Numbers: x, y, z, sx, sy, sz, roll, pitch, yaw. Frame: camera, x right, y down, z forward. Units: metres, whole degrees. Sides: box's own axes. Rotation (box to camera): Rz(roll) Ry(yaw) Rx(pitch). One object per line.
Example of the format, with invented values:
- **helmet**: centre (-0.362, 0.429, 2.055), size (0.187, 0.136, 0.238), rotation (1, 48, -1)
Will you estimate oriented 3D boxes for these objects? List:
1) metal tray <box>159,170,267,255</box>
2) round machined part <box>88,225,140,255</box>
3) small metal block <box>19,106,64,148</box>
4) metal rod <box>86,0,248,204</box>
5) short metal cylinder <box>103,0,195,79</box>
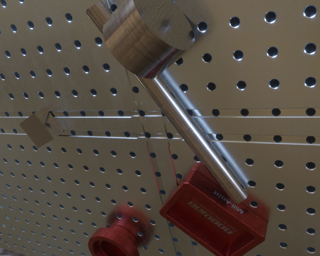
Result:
- **metal tray**: centre (0.074, 0.130, 0.448), size (0.130, 0.030, 0.089), rotation (36, 129, 4)
- **round machined part**: centre (-0.081, 0.222, 0.578), size (0.098, 0.042, 0.097), rotation (13, 124, 20)
- **small metal block**: centre (-0.195, 0.000, 0.511), size (0.050, 0.025, 0.050), rotation (-25, 105, 36)
- **metal rod**: centre (0.015, -0.025, 0.386), size (0.025, 0.025, 0.300), rotation (-31, 102, 37)
- **short metal cylinder**: centre (-0.011, -0.098, 0.319), size (0.080, 0.080, 0.050), rotation (49, 128, -7)
